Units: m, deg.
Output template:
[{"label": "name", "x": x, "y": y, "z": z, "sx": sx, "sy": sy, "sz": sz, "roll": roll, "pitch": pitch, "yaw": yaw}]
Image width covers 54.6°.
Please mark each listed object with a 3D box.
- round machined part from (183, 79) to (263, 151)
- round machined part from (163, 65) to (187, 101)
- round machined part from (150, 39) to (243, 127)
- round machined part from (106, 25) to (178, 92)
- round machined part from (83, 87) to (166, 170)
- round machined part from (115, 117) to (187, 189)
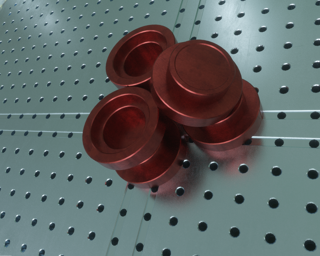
[{"label": "round machined part", "x": 0.071, "y": -0.024, "z": 0.376, "sx": 0.098, "sy": 0.042, "sz": 0.098, "roll": -13, "pitch": 56, "yaw": 21}, {"label": "round machined part", "x": 0.002, "y": -0.063, "z": 0.437, "sx": 0.098, "sy": 0.042, "sz": 0.098, "roll": -13, "pitch": 56, "yaw": 21}, {"label": "round machined part", "x": 0.040, "y": -0.054, "z": 0.328, "sx": 0.099, "sy": 0.042, "sz": 0.098, "roll": 3, "pitch": 65, "yaw": -6}, {"label": "round machined part", "x": -0.018, "y": -0.083, "z": 0.404, "sx": 0.098, "sy": 0.042, "sz": 0.098, "roll": -13, "pitch": 56, "yaw": 21}, {"label": "round machined part", "x": -0.037, "y": 0.004, "z": 0.361, "sx": 0.098, "sy": 0.042, "sz": 0.098, "roll": -13, "pitch": 56, "yaw": 21}, {"label": "round machined part", "x": -0.019, "y": 0.024, "z": 0.395, "sx": 0.098, "sy": 0.042, "sz": 0.098, "roll": -13, "pitch": 56, "yaw": 21}]
